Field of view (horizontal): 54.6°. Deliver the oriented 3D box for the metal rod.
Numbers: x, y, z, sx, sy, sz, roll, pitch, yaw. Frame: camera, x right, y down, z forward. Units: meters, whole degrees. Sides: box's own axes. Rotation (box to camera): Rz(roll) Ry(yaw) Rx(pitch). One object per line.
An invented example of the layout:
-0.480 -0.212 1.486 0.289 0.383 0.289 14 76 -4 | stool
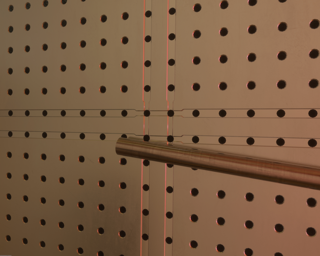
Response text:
0.084 0.045 0.382 0.301 0.025 0.025 8 93 19 | metal rod
